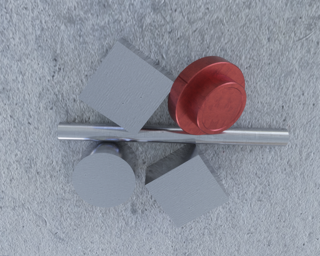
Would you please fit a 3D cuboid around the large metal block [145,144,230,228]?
[{"bbox_3d":[0.036,0.076,0.426,0.080,0.050,0.080,-31,108,10],"label":"large metal block"}]

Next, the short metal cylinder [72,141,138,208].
[{"bbox_3d":[-0.071,0.059,0.418,0.081,0.050,0.079,0,110,-1],"label":"short metal cylinder"}]

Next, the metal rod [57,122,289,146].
[{"bbox_3d":[0.018,0.008,0.415,0.302,0.025,0.025,2,110,-1],"label":"metal rod"}]

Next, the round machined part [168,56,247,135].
[{"bbox_3d":[0.062,-0.031,0.366,0.099,0.042,0.097,-17,130,-22],"label":"round machined part"}]

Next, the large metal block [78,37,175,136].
[{"bbox_3d":[-0.038,-0.051,0.376,0.080,0.050,0.080,35,106,-12],"label":"large metal block"}]
